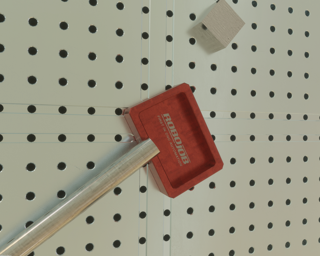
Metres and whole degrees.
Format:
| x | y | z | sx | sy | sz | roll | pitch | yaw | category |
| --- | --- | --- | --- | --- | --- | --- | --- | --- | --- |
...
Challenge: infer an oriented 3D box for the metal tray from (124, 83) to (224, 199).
| x | y | z | sx | sy | sz | roll | pitch | yaw | category |
| --- | --- | --- | --- | --- | --- | --- | --- | --- | --- |
| 0.020 | 0.016 | 0.417 | 0.091 | 0.030 | 0.129 | -28 | 99 | -18 | metal tray |

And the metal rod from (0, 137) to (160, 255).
| x | y | z | sx | sy | sz | roll | pitch | yaw | category |
| --- | --- | --- | --- | --- | --- | --- | --- | --- | --- |
| -0.126 | 0.110 | 0.349 | 0.301 | 0.025 | 0.025 | -37 | 102 | -10 | metal rod |

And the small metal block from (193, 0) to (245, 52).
| x | y | z | sx | sy | sz | roll | pitch | yaw | category |
| --- | --- | --- | --- | --- | --- | --- | --- | --- | --- |
| 0.085 | -0.147 | 0.444 | 0.050 | 0.025 | 0.050 | 42 | 77 | -15 | small metal block |
